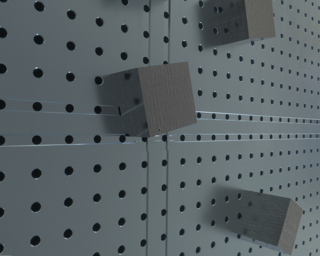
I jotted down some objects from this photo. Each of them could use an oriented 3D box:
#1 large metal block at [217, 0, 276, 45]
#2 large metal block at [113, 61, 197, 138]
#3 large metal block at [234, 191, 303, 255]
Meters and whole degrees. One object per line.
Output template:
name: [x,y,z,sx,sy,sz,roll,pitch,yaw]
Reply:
large metal block: [0.145,-0.186,0.517,0.081,0.050,0.079,-16,101,-39]
large metal block: [-0.004,-0.037,0.391,0.081,0.050,0.079,-17,101,-39]
large metal block: [0.187,0.161,0.534,0.050,0.080,0.080,39,66,-34]
